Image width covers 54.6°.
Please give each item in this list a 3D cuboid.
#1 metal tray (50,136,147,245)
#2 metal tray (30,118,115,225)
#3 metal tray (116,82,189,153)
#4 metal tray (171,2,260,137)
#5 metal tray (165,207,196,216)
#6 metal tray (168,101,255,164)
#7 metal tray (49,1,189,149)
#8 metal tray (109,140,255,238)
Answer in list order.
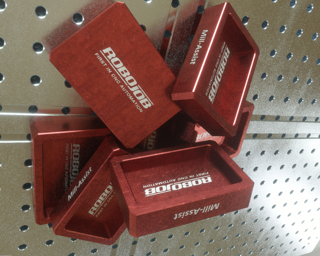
[{"bbox_3d":[-0.062,0.082,0.385,0.090,0.030,0.130,30,102,-38],"label":"metal tray"},{"bbox_3d":[-0.108,0.053,0.382,0.091,0.030,0.129,-5,120,-27],"label":"metal tray"},{"bbox_3d":[-0.011,0.007,0.405,0.091,0.030,0.129,-6,119,-28],"label":"metal tray"},{"bbox_3d":[0.070,-0.066,0.361,0.090,0.030,0.130,38,64,-38],"label":"metal tray"},{"bbox_3d":[0.040,0.098,0.447,0.090,0.030,0.130,-26,161,-12],"label":"metal tray"},{"bbox_3d":[0.072,0.011,0.430,0.131,0.030,0.089,-16,127,-40],"label":"metal tray"},{"bbox_3d":[-0.039,-0.053,0.331,0.090,0.030,0.130,-39,114,-2],"label":"metal tray"},{"bbox_3d":[0.020,0.057,0.331,0.131,0.090,0.030,-9,122,-19],"label":"metal tray"}]
